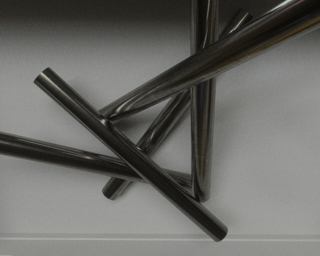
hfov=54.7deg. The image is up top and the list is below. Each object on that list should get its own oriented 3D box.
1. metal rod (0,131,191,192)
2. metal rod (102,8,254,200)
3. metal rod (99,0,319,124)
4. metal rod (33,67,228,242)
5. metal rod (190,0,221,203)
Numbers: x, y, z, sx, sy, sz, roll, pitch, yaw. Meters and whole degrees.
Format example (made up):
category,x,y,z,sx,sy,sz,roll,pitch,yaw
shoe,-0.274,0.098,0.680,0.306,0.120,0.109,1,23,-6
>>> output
category,x,y,z,sx,sy,sz,roll,pitch,yaw
metal rod,-0.073,0.046,0.387,0.302,0.025,0.025,16,110,-22
metal rod,0.015,-0.019,0.404,0.025,0.025,0.299,34,106,-12
metal rod,0.011,-0.043,0.294,0.025,0.025,0.299,49,144,-16
metal rod,-0.027,0.040,0.381,0.300,0.025,0.025,43,104,-12
metal rod,0.045,-0.024,0.323,0.025,0.025,0.298,-4,130,1
